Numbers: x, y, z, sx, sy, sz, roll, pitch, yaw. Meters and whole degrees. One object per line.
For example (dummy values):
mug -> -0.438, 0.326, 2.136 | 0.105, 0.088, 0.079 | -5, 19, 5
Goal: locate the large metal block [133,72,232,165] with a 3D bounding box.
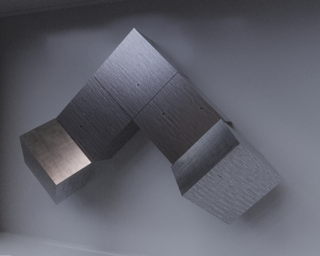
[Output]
large metal block -> 0.028, -0.009, 0.385 | 0.080, 0.050, 0.080 | -46, 76, 14

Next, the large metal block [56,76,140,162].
large metal block -> -0.079, -0.012, 0.423 | 0.080, 0.050, 0.080 | -46, 76, 14

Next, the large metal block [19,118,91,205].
large metal block -> -0.142, 0.047, 0.423 | 0.080, 0.050, 0.080 | 48, 147, 13

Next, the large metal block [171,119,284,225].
large metal block -> 0.073, 0.050, 0.347 | 0.080, 0.050, 0.080 | 36, 106, -29

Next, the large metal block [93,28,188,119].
large metal block -> -0.024, -0.067, 0.404 | 0.080, 0.050, 0.080 | -46, 76, 14
